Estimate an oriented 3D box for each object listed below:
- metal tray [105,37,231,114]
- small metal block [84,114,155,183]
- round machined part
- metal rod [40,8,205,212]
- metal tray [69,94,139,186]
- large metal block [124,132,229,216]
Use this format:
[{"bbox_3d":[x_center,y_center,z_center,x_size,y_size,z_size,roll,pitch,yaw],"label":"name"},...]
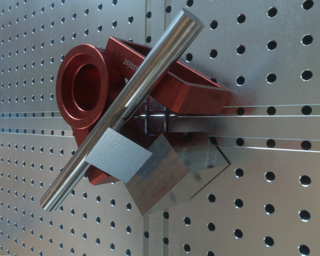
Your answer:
[{"bbox_3d":[0.006,-0.061,0.359,0.130,0.091,0.030,38,114,33],"label":"metal tray"},{"bbox_3d":[-0.041,0.022,0.318,0.050,0.050,0.025,-50,16,28],"label":"small metal block"},{"bbox_3d":[-0.079,-0.048,0.371,0.098,0.042,0.097,0,90,39],"label":"round machined part"},{"bbox_3d":[-0.059,0.002,0.338,0.299,0.025,0.025,-48,62,29],"label":"metal rod"},{"bbox_3d":[-0.070,0.007,0.422,0.030,0.091,0.130,-36,68,34],"label":"metal tray"},{"bbox_3d":[0.017,0.049,0.353,0.080,0.081,0.050,-49,62,29],"label":"large metal block"}]
